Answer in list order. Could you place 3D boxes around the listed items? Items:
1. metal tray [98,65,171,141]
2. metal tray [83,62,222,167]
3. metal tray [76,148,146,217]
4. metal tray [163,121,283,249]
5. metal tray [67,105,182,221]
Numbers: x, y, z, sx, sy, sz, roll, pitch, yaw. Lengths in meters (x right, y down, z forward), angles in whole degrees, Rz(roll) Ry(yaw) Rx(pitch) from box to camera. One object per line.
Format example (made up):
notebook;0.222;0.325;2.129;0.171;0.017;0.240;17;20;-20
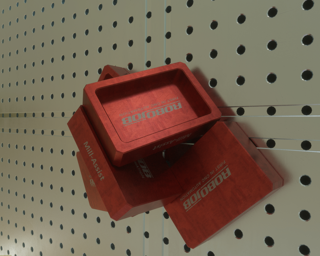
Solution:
metal tray;-0.049;-0.020;0.444;0.130;0.030;0.089;43;116;31
metal tray;-0.008;-0.021;0.346;0.090;0.131;0.030;59;151;23
metal tray;-0.068;0.069;0.429;0.130;0.030;0.089;-12;93;54
metal tray;0.059;0.065;0.355;0.129;0.030;0.090;-48;62;29
metal tray;-0.040;0.033;0.358;0.030;0.091;0.130;-46;63;30
